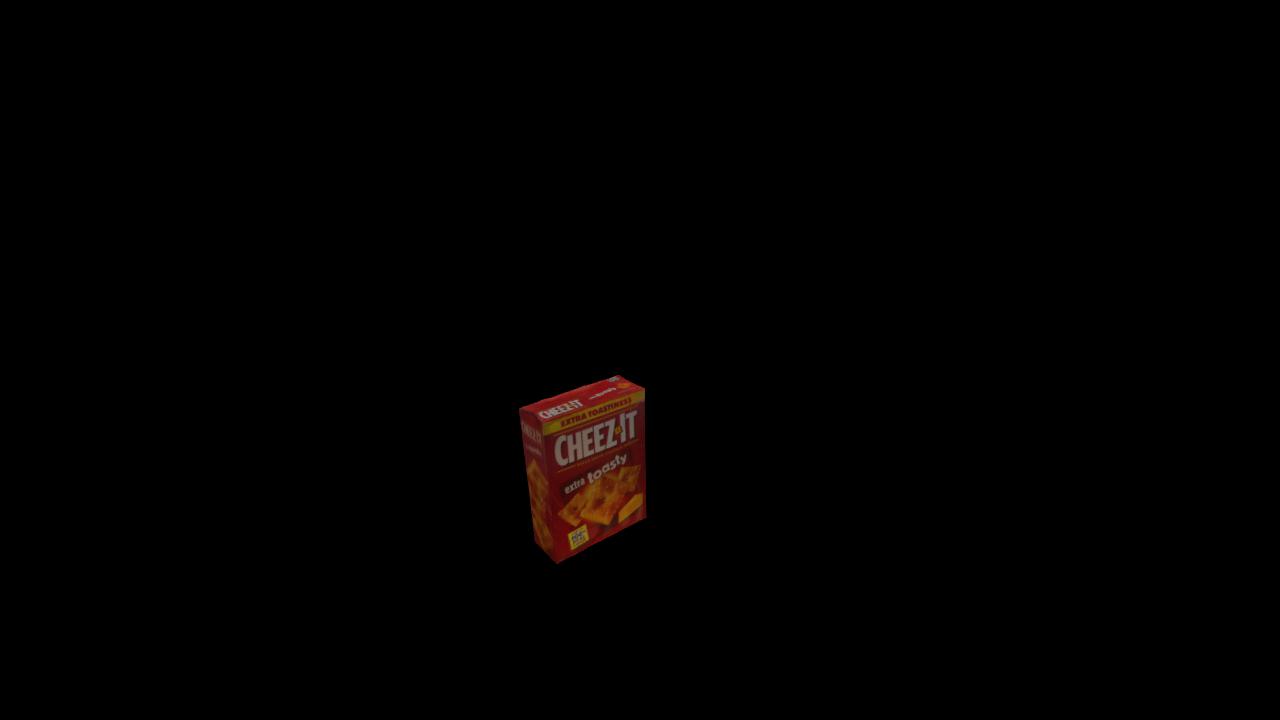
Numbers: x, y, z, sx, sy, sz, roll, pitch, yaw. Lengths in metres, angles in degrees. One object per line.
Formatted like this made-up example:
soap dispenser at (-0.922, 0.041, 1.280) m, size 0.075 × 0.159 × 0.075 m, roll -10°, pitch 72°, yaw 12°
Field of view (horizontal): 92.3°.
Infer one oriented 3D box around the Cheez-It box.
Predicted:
Cheez-It box at (-0.072, 0.149, 0.866) m, size 0.166 × 0.223 × 0.071 m, roll -18°, pitch 27°, yaw -35°
